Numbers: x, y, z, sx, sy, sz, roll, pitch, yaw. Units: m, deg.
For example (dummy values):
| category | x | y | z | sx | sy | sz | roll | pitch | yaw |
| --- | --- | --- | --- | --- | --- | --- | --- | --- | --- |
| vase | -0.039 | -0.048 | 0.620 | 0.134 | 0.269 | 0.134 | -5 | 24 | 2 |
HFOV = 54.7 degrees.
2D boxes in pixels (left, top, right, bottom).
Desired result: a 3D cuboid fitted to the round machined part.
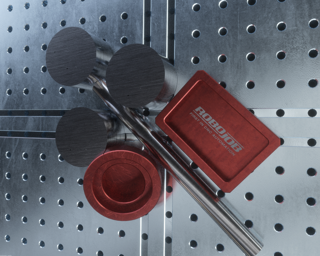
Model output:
| category | x | y | z | sx | sy | sz | roll | pitch | yaw |
| --- | --- | --- | --- | --- | --- | --- | --- | --- | --- |
| round machined part | -0.047 | 0.068 | 0.409 | 0.099 | 0.042 | 0.097 | 0 | 105 | 1 |

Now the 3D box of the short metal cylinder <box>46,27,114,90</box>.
| category | x | y | z | sx | sy | sz | roll | pitch | yaw |
| --- | --- | --- | --- | --- | --- | --- | --- | --- | --- |
| short metal cylinder | -0.112 | -0.096 | 0.439 | 0.080 | 0.050 | 0.080 | 0 | 90 | 20 |

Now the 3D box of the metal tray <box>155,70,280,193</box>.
| category | x | y | z | sx | sy | sz | roll | pitch | yaw |
| --- | --- | --- | --- | --- | --- | --- | --- | --- | --- |
| metal tray | 0.069 | 0.003 | 0.384 | 0.130 | 0.030 | 0.090 | 45 | 104 | 14 |

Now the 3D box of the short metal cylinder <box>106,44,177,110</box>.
| category | x | y | z | sx | sy | sz | roll | pitch | yaw |
| --- | --- | --- | --- | --- | --- | --- | --- | --- | --- |
| short metal cylinder | -0.023 | -0.065 | 0.407 | 0.080 | 0.050 | 0.080 | 0 | 90 | 20 |

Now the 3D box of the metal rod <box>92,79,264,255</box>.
| category | x | y | z | sx | sy | sz | roll | pitch | yaw |
| --- | --- | --- | --- | --- | --- | --- | --- | --- | --- |
| metal rod | 0.014 | 0.043 | 0.408 | 0.300 | 0.025 | 0.025 | 46 | 104 | 14 |

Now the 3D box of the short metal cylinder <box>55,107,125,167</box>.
| category | x | y | z | sx | sy | sz | roll | pitch | yaw |
| --- | --- | --- | --- | --- | --- | --- | --- | --- | --- |
| short metal cylinder | -0.097 | 0.012 | 0.433 | 0.080 | 0.050 | 0.080 | 0 | 90 | 20 |
